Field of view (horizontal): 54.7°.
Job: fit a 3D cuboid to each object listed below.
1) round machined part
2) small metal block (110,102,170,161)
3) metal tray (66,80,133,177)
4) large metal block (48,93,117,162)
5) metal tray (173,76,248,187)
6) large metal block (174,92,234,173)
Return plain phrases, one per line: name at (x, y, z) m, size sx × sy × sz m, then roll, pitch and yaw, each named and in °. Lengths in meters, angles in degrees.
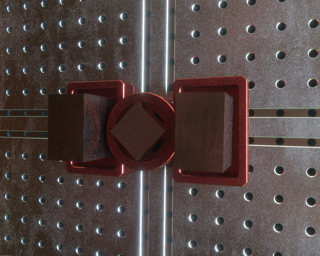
round machined part at (-0.016, 0.005, 0.400) m, size 0.098 × 0.042 × 0.097 m, roll 0°, pitch 90°, yaw 20°
small metal block at (-0.023, 0.004, 0.377) m, size 0.050 × 0.025 × 0.050 m, roll 46°, pitch 104°, yaw 14°
metal tray at (-0.086, 0.000, 0.439) m, size 0.090 × 0.030 × 0.129 m, roll 1°, pitch 90°, yaw 20°
large metal block at (-0.098, -0.001, 0.404) m, size 0.050 × 0.080 × 0.080 m, roll 1°, pitch 90°, yaw 20°
metal tray at (0.063, 0.004, 0.387) m, size 0.090 × 0.030 × 0.129 m, roll 0°, pitch 90°, yaw 20°
large metal block at (0.053, 0.003, 0.350) m, size 0.050 × 0.080 × 0.080 m, roll 2°, pitch 91°, yaw 20°
